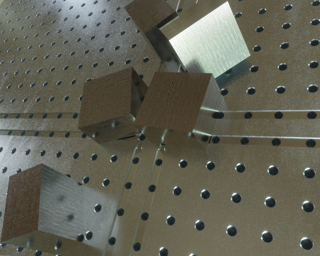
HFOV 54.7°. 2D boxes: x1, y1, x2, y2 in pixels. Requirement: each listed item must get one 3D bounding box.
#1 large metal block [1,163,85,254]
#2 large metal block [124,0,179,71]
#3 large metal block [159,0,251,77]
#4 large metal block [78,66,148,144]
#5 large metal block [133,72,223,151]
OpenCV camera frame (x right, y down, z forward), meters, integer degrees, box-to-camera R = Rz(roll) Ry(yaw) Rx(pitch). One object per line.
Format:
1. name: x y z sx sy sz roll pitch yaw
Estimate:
1. large metal block: -0.139 0.101 0.382 0.050 0.080 0.080 -22 54 15
2. large metal block: 0.000 -0.147 0.461 0.050 0.080 0.080 -35 52 5
3. large metal block: 0.058 -0.112 0.403 0.080 0.080 0.050 -33 35 6
4. large metal block: -0.064 -0.031 0.443 0.080 0.050 0.080 -14 56 19
5. large metal block: 0.025 -0.023 0.392 0.080 0.050 0.080 8 66 31
